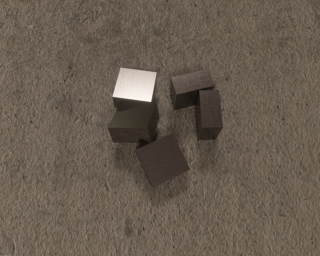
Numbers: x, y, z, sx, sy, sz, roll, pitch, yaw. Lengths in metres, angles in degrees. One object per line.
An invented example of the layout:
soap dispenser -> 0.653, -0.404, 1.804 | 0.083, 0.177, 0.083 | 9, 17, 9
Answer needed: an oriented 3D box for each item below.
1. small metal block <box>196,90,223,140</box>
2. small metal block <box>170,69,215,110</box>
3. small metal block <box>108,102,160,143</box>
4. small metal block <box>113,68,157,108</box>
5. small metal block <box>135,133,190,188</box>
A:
small metal block -> 0.062, -0.016, 0.401 | 0.025, 0.050, 0.050 | -1, 70, -1
small metal block -> 0.042, -0.050, 0.414 | 0.050, 0.050, 0.025 | -14, 71, -5
small metal block -> -0.032, -0.007, 0.394 | 0.050, 0.025, 0.050 | 0, 41, 15
small metal block -> -0.033, -0.052, 0.422 | 0.050, 0.025, 0.050 | 8, 60, 2
small metal block -> 0.003, 0.041, 0.388 | 0.050, 0.025, 0.050 | -25, 84, -9
